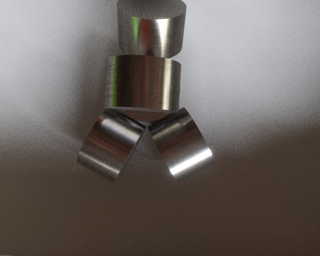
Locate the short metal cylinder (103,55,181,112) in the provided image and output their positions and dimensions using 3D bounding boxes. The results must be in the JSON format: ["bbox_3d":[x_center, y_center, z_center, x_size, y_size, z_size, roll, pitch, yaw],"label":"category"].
[{"bbox_3d":[-0.019,-0.044,0.332,0.080,0.080,0.050,3,90,0],"label":"short metal cylinder"}]

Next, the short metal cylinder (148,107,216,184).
[{"bbox_3d":[0.026,0.021,0.382,0.050,0.080,0.080,-29,90,1],"label":"short metal cylinder"}]

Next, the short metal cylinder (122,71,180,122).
[{"bbox_3d":[-0.016,-0.047,0.396,0.081,0.050,0.080,0,90,0],"label":"short metal cylinder"}]

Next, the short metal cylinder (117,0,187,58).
[{"bbox_3d":[-0.011,-0.125,0.376,0.080,0.080,0.050,4,133,0],"label":"short metal cylinder"}]

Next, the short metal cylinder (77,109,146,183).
[{"bbox_3d":[-0.058,0.021,0.381,0.050,0.080,0.080,29,90,0],"label":"short metal cylinder"}]
